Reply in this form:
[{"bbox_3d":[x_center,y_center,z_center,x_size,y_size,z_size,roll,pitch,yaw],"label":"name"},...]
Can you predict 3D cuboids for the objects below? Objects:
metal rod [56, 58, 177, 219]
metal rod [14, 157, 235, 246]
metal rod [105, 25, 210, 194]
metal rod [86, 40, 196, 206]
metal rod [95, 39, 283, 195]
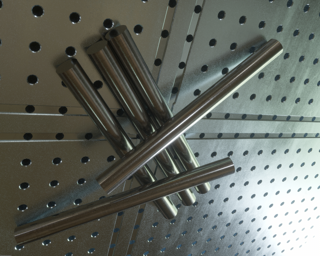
[{"bbox_3d":[-0.040,0.037,0.414,0.025,0.025,0.299,-34,129,-6],"label":"metal rod"},{"bbox_3d":[-0.040,0.097,0.424,0.302,0.025,0.025,-17,126,-9],"label":"metal rod"},{"bbox_3d":[0.013,-0.001,0.419,0.025,0.025,0.299,-35,129,-5],"label":"metal rod"},{"bbox_3d":[-0.009,0.017,0.418,0.025,0.025,0.299,-34,129,-6],"label":"metal rod"},{"bbox_3d":[0.046,-0.022,0.398,0.301,0.025,0.025,-38,130,-13],"label":"metal rod"}]
